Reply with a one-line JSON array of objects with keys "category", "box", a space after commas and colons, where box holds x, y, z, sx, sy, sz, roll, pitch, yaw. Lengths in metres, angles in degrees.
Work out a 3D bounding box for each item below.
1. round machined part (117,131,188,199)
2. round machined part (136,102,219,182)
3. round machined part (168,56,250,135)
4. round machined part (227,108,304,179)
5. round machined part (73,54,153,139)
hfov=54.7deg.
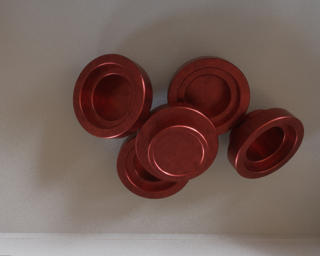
[{"category": "round machined part", "box": [-0.007, 0.043, 0.418, 0.099, 0.042, 0.097, 0, 110, -1]}, {"category": "round machined part", "box": [0.020, 0.022, 0.366, 0.099, 0.042, 0.097, 0, 111, -1]}, {"category": "round machined part", "box": [0.058, -0.041, 0.388, 0.099, 0.042, 0.097, 0, 110, -1]}, {"category": "round machined part", "box": [0.129, 0.015, 0.396, 0.099, 0.042, 0.097, -14, 130, -17]}, {"category": "round machined part", "box": [-0.052, -0.036, 0.372, 0.098, 0.042, 0.097, -2, 85, 25]}]
